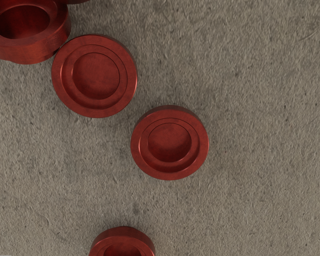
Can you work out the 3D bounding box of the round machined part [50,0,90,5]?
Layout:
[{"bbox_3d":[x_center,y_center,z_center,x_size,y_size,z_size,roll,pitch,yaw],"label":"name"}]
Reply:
[{"bbox_3d":[-0.097,-0.178,0.324,0.099,0.042,0.097,0,93,-8],"label":"round machined part"}]

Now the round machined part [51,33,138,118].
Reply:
[{"bbox_3d":[-0.076,-0.065,0.376,0.099,0.042,0.097,0,110,0],"label":"round machined part"}]

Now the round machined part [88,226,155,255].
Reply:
[{"bbox_3d":[-0.056,0.189,0.470,0.099,0.042,0.097,0,110,0],"label":"round machined part"}]

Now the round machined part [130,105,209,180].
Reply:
[{"bbox_3d":[0.012,0.016,0.407,0.099,0.042,0.097,0,110,0],"label":"round machined part"}]

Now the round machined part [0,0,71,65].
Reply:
[{"bbox_3d":[-0.147,-0.109,0.340,0.099,0.098,0.042,3,148,-2],"label":"round machined part"}]
